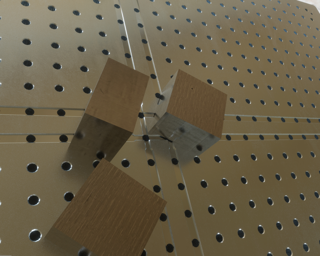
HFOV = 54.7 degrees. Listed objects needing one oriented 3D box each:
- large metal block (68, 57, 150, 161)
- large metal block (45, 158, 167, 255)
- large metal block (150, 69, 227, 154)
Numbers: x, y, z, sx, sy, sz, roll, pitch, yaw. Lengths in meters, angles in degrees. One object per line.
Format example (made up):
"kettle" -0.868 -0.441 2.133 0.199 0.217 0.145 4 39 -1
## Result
"large metal block" -0.058 -0.018 0.353 0.050 0.080 0.080 24 53 -14
"large metal block" -0.052 0.091 0.309 0.080 0.050 0.080 36 51 -5
"large metal block" 0.041 -0.022 0.430 0.080 0.050 0.080 26 53 -13
